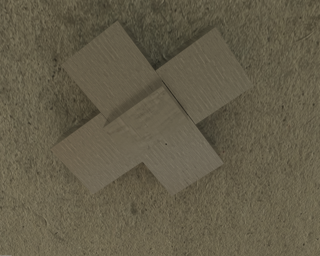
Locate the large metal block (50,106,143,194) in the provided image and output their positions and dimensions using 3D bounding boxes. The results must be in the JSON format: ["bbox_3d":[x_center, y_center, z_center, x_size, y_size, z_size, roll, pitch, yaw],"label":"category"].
[{"bbox_3d":[-0.078,0.025,0.405,0.080,0.050,0.080,-35,107,11],"label":"large metal block"}]

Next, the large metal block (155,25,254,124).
[{"bbox_3d":[0.051,-0.065,0.374,0.080,0.050,0.080,-35,107,11],"label":"large metal block"}]

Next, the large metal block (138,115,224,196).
[{"bbox_3d":[0.024,0.028,0.408,0.080,0.050,0.080,-35,107,11],"label":"large metal block"}]

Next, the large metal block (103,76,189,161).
[{"bbox_3d":[-0.016,-0.017,0.375,0.080,0.080,0.050,-34,107,11],"label":"large metal block"}]

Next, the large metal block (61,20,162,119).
[{"bbox_3d":[-0.054,-0.070,0.370,0.080,0.050,0.080,-35,107,11],"label":"large metal block"}]
